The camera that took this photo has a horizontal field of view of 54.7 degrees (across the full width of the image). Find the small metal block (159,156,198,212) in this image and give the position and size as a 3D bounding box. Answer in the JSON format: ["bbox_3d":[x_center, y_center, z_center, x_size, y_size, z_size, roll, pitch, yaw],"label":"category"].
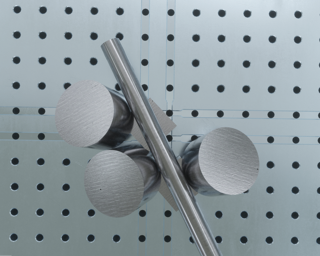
[{"bbox_3d":[0.024,0.073,0.410,0.050,0.025,0.050,-40,90,0],"label":"small metal block"}]

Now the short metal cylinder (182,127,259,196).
[{"bbox_3d":[0.074,0.044,0.385,0.081,0.050,0.080,5,74,-18],"label":"short metal cylinder"}]

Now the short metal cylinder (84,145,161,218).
[{"bbox_3d":[-0.045,0.063,0.383,0.080,0.050,0.079,2,95,22],"label":"short metal cylinder"}]

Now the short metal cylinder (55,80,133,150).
[{"bbox_3d":[-0.080,-0.014,0.383,0.080,0.050,0.080,-3,81,20],"label":"short metal cylinder"}]

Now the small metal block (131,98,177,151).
[{"bbox_3d":[-0.014,-0.004,0.410,0.050,0.025,0.050,-43,90,0],"label":"small metal block"}]

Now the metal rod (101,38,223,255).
[{"bbox_3d":[0.002,0.029,0.384,0.025,0.025,0.299,-26,90,0],"label":"metal rod"}]
